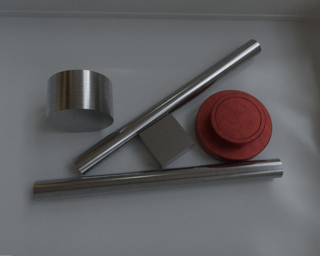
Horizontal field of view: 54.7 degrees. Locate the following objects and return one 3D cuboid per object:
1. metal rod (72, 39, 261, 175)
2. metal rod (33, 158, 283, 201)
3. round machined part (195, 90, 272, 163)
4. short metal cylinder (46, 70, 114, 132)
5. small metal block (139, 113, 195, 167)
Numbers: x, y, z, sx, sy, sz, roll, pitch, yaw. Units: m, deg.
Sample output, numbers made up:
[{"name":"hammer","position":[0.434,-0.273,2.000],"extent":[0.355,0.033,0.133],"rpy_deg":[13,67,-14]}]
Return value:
[{"name":"metal rod","position":[0.018,-0.035,0.421],"extent":[0.301,0.025,0.025],"rpy_deg":[-35,74,-12]},{"name":"metal rod","position":[0.000,0.064,0.385],"extent":[0.302,0.025,0.025],"rpy_deg":[-5,70,-3]},{"name":"round machined part","position":[0.097,-0.006,0.401],"extent":[0.099,0.042,0.098],"rpy_deg":[0,70,-1]},{"name":"short metal cylinder","position":[-0.100,-0.031,0.390],"extent":[0.081,0.080,0.050],"rpy_deg":[-5,70,-2]},{"name":"small metal block","position":[0.008,0.017,0.401],"extent":[0.050,0.025,0.050],"rpy_deg":[-34,74,-12]}]
